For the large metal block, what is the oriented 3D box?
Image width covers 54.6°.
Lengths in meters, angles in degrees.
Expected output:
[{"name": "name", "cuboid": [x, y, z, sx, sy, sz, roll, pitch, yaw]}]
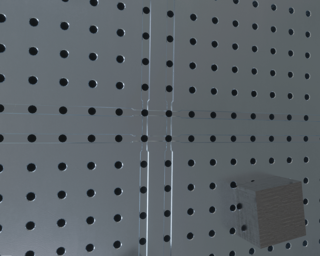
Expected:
[{"name": "large metal block", "cuboid": [0.163, 0.121, 0.459, 0.081, 0.050, 0.080, -7, 93, -20]}]
